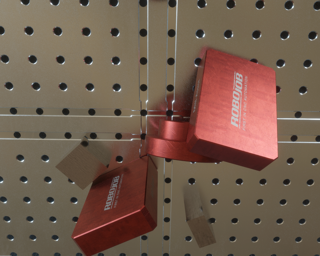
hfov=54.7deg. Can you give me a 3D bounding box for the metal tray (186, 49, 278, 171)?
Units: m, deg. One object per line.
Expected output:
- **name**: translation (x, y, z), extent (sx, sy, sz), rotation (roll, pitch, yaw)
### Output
- **metal tray**: translation (0.085, -0.024, 0.354), extent (0.091, 0.130, 0.030), rotation (16, 147, -6)

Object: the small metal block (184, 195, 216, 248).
- **small metal block**: translation (0.058, 0.135, 0.450), extent (0.025, 0.050, 0.050), rotation (-22, 109, 8)

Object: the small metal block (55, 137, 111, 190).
- **small metal block**: translation (-0.106, 0.049, 0.430), extent (0.050, 0.025, 0.050), rotation (-41, 105, 13)

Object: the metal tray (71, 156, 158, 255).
- **metal tray**: translation (-0.050, 0.091, 0.390), extent (0.090, 0.130, 0.030), rotation (-25, 108, 9)

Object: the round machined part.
- **round machined part**: translation (0.031, 0.013, 0.382), extent (0.099, 0.098, 0.042), rotation (6, 92, -3)
